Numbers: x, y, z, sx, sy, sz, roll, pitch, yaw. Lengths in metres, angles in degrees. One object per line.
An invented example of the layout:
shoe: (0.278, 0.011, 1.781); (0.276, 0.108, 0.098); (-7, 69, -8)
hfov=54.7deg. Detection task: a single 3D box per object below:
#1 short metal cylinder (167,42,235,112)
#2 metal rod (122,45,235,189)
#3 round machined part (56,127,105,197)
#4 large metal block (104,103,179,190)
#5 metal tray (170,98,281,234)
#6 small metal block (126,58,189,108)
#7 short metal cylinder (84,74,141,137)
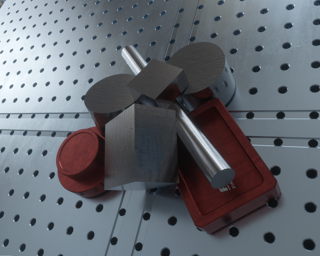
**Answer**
short metal cylinder: (0.051, -0.063, 0.400); (0.080, 0.050, 0.080); (-13, 56, 21)
metal rod: (0.004, -0.038, 0.393); (0.025, 0.025, 0.300); (-37, 42, 4)
round machined part: (-0.100, 0.040, 0.420); (0.098, 0.042, 0.098); (-13, 56, 21)
large metal block: (-0.024, 0.026, 0.350); (0.080, 0.050, 0.080); (-27, 60, 55)
metal tray: (0.058, 0.037, 0.347); (0.090, 0.030, 0.130); (-31, 52, 7)
small metal block: (-0.003, -0.051, 0.368); (0.050, 0.025, 0.050); (30, 70, 38)
short metal cylinder: (-0.055, -0.029, 0.420); (0.080, 0.050, 0.080); (-8, 44, 9)
